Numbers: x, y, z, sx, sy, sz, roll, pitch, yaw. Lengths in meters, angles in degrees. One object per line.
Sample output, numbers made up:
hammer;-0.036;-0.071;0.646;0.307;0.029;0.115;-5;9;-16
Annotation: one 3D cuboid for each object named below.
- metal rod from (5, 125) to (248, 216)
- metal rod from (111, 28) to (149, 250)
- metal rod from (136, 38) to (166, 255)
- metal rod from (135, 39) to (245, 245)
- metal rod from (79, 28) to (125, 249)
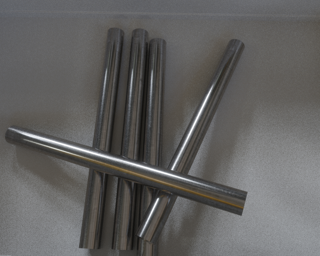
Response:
metal rod;-0.053;0.042;0.359;0.301;0.025;0.025;14;70;18
metal rod;-0.036;0.000;0.409;0.025;0.025;0.299;3;70;1
metal rod;-0.009;0.015;0.403;0.025;0.025;0.299;2;70;0
metal rod;0.048;0.000;0.395;0.025;0.025;0.300;24;66;8
metal rod;-0.073;-0.001;0.409;0.025;0.025;0.299;3;70;1
